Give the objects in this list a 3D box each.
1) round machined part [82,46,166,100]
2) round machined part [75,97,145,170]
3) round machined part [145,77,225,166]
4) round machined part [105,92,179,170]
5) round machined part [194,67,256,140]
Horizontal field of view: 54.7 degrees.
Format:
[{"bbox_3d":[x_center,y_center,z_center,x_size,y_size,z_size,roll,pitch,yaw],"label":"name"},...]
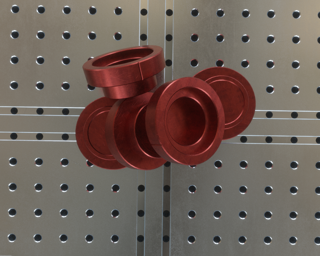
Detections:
[{"bbox_3d":[-0.041,-0.068,0.381,0.099,0.098,0.042,-12,116,-1],"label":"round machined part"},{"bbox_3d":[-0.061,0.006,0.404,0.099,0.042,0.097,0,90,-1],"label":"round machined part"},{"bbox_3d":[0.025,-0.007,0.357,0.099,0.042,0.097,1,88,-33],"label":"round machined part"},{"bbox_3d":[-0.014,0.003,0.381,0.099,0.042,0.097,3,85,-37],"label":"round machined part"},{"bbox_3d":[0.077,-0.032,0.406,0.099,0.042,0.097,0,90,-1],"label":"round machined part"}]
